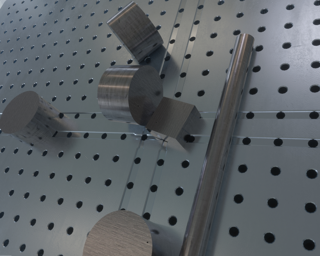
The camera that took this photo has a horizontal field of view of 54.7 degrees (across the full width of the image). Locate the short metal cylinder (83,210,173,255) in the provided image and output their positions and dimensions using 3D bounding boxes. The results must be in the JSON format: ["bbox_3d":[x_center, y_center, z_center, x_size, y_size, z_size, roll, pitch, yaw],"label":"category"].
[{"bbox_3d":[-0.033,0.133,0.328,0.080,0.050,0.080,-13,56,21],"label":"short metal cylinder"}]

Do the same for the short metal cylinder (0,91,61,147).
[{"bbox_3d":[-0.214,-0.015,0.514,0.080,0.050,0.080,-13,56,21],"label":"short metal cylinder"}]

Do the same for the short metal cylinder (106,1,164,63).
[{"bbox_3d":[-0.039,-0.149,0.485,0.050,0.080,0.080,-39,51,2],"label":"short metal cylinder"}]

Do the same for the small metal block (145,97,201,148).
[{"bbox_3d":[0.017,-0.009,0.405,0.050,0.025,0.050,20,72,35],"label":"small metal block"}]

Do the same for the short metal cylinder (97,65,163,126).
[{"bbox_3d":[-0.038,-0.045,0.421,0.050,0.080,0.080,8,66,31],"label":"short metal cylinder"}]

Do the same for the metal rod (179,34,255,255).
[{"bbox_3d":[0.072,0.012,0.363,0.025,0.025,0.300,5,64,30],"label":"metal rod"}]
